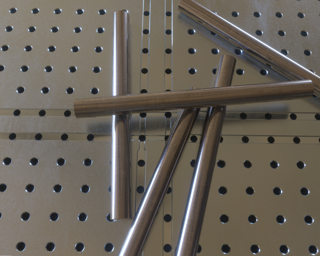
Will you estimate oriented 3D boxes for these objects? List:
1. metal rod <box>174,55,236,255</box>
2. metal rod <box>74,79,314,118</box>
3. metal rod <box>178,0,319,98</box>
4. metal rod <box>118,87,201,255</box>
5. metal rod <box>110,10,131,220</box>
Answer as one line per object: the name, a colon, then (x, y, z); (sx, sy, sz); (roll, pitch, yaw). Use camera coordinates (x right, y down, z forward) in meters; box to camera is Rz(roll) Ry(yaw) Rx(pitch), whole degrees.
metal rod: (0.060, 0.037, 0.398); (0.025, 0.025, 0.299); (14, 70, 5)
metal rod: (0.044, -0.038, 0.398); (0.302, 0.025, 0.025); (-5, 70, -3)
metal rod: (0.155, -0.108, 0.453); (0.300, 0.025, 0.025); (36, 74, 12)
metal rod: (-0.005, 0.080, 0.382); (0.025, 0.025, 0.300); (21, 71, 7)
metal rod: (-0.053, -0.031, 0.422); (0.025, 0.025, 0.299); (-2, 70, -1)
